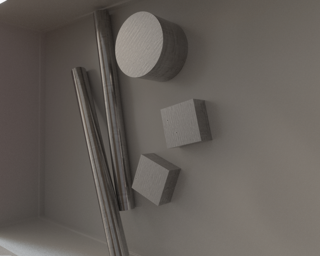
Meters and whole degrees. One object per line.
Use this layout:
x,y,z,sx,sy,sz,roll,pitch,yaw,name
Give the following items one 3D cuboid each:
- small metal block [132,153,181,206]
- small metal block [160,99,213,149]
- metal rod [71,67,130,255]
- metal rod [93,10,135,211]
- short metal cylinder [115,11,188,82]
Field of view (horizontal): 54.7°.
-0.006,0.067,0.410,0.050,0.025,0.050,26,106,36,small metal block
0.032,-0.004,0.379,0.050,0.025,0.050,-16,80,38,small metal block
-0.094,0.038,0.459,0.025,0.025,0.299,-34,63,34,metal rod
-0.070,-0.030,0.461,0.025,0.025,0.298,-14,81,39,metal rod
-0.011,-0.102,0.398,0.080,0.050,0.079,0,90,39,short metal cylinder
